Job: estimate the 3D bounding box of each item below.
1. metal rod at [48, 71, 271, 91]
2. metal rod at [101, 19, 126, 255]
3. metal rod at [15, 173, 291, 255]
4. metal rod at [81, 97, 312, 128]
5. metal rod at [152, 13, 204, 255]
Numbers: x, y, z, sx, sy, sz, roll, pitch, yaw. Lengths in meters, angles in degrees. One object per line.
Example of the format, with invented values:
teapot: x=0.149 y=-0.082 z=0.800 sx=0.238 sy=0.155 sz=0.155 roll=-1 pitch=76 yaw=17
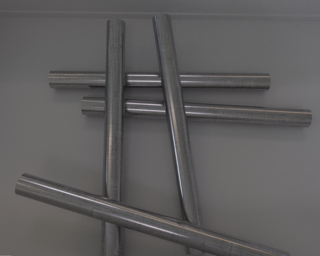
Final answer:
metal rod: x=0.000 y=-0.066 z=0.433 sx=0.302 sy=0.025 sz=0.025 roll=1 pitch=70 yaw=0
metal rod: x=-0.057 y=0.006 z=0.385 sx=0.025 sy=0.025 sz=0.299 roll=-1 pitch=78 yaw=0
metal rod: x=-0.009 y=0.104 z=0.338 sx=0.301 sy=0.025 sz=0.025 roll=16 pitch=71 yaw=2
metal rod: x=0.048 y=-0.021 z=0.417 sx=0.302 sy=0.025 sz=0.025 roll=3 pitch=70 yaw=1
metal rod: x=0.022 y=-0.002 z=0.387 sx=0.025 sy=0.025 sz=0.299 roll=-7 pitch=79 yaw=-3
